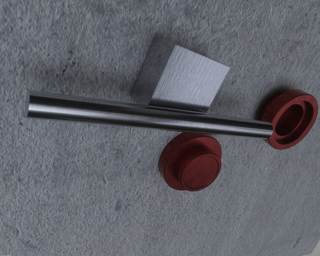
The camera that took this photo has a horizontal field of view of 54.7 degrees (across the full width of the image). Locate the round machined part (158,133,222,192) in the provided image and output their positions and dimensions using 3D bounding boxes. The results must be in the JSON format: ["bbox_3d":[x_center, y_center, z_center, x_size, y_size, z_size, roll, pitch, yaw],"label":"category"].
[{"bbox_3d":[0.051,0.054,0.458,0.099,0.042,0.097,-14,124,-21],"label":"round machined part"}]

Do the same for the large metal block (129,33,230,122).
[{"bbox_3d":[0.022,-0.055,0.369,0.081,0.050,0.080,13,112,-34],"label":"large metal block"}]

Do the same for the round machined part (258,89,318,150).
[{"bbox_3d":[0.198,-0.017,0.494,0.099,0.042,0.097,-14,124,-21],"label":"round machined part"}]

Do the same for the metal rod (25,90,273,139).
[{"bbox_3d":[0.015,-0.009,0.344,0.302,0.025,0.025,5,116,-31],"label":"metal rod"}]
